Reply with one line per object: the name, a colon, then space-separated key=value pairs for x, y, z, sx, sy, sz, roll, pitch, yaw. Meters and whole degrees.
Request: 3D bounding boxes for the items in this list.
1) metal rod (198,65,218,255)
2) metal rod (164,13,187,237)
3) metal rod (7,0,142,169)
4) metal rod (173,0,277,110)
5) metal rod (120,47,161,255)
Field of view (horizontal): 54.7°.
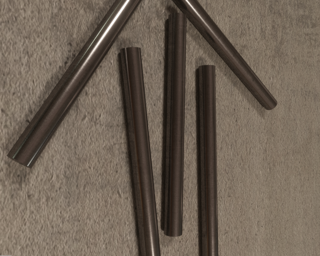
metal rod: x=0.073 y=0.056 z=0.468 sx=0.025 sy=0.025 sz=0.298 roll=-2 pitch=92 yaw=-40
metal rod: x=0.021 y=-0.005 z=0.424 sx=0.025 sy=0.025 sz=0.298 roll=2 pitch=89 yaw=-40
metal rod: x=-0.069 y=-0.092 z=0.347 sx=0.025 sy=0.025 sz=0.300 roll=42 pitch=65 yaw=-33
metal rod: x=0.110 y=-0.121 z=0.499 sx=0.301 sy=0.025 sz=0.025 roll=38 pitch=67 yaw=-34
metal rod: x=-0.022 y=0.052 z=0.388 sx=0.025 sy=0.025 sz=0.298 roll=-9 pitch=96 yaw=-40
